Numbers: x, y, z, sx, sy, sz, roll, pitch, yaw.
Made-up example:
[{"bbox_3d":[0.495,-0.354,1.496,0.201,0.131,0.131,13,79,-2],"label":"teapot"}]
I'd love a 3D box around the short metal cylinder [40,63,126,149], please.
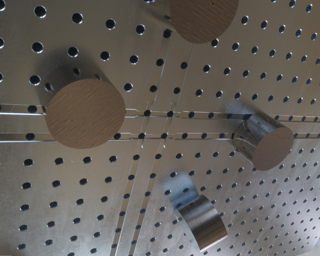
[{"bbox_3d":[-0.084,-0.024,0.334,0.081,0.050,0.079,-14,124,-21],"label":"short metal cylinder"}]

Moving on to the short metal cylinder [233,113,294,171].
[{"bbox_3d":[0.166,0.022,0.499,0.081,0.050,0.079,-14,124,-21],"label":"short metal cylinder"}]

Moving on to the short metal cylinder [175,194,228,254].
[{"bbox_3d":[0.066,0.157,0.509,0.050,0.080,0.080,-26,128,-12],"label":"short metal cylinder"}]

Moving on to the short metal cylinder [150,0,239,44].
[{"bbox_3d":[0.036,-0.136,0.330,0.081,0.050,0.079,-14,124,-21],"label":"short metal cylinder"}]
